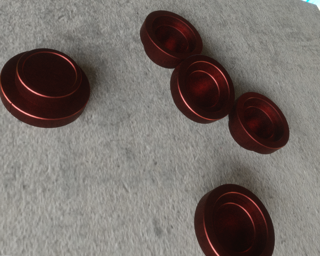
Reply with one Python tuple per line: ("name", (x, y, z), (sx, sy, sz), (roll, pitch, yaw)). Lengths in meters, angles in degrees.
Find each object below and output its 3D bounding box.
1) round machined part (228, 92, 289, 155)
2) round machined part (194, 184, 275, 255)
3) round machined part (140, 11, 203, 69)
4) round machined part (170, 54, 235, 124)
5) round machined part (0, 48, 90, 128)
("round machined part", (0.146, -0.004, 0.476), (0.099, 0.042, 0.098), (14, 56, -21))
("round machined part", (0.083, 0.120, 0.366), (0.099, 0.042, 0.098), (14, 56, -21))
("round machined part", (0.014, -0.132, 0.483), (0.099, 0.042, 0.098), (14, 56, -21))
("round machined part", (0.057, -0.053, 0.448), (0.099, 0.042, 0.098), (9, 71, -27))
("round machined part", (-0.129, -0.052, 0.356), (0.099, 0.042, 0.098), (14, 56, -21))
